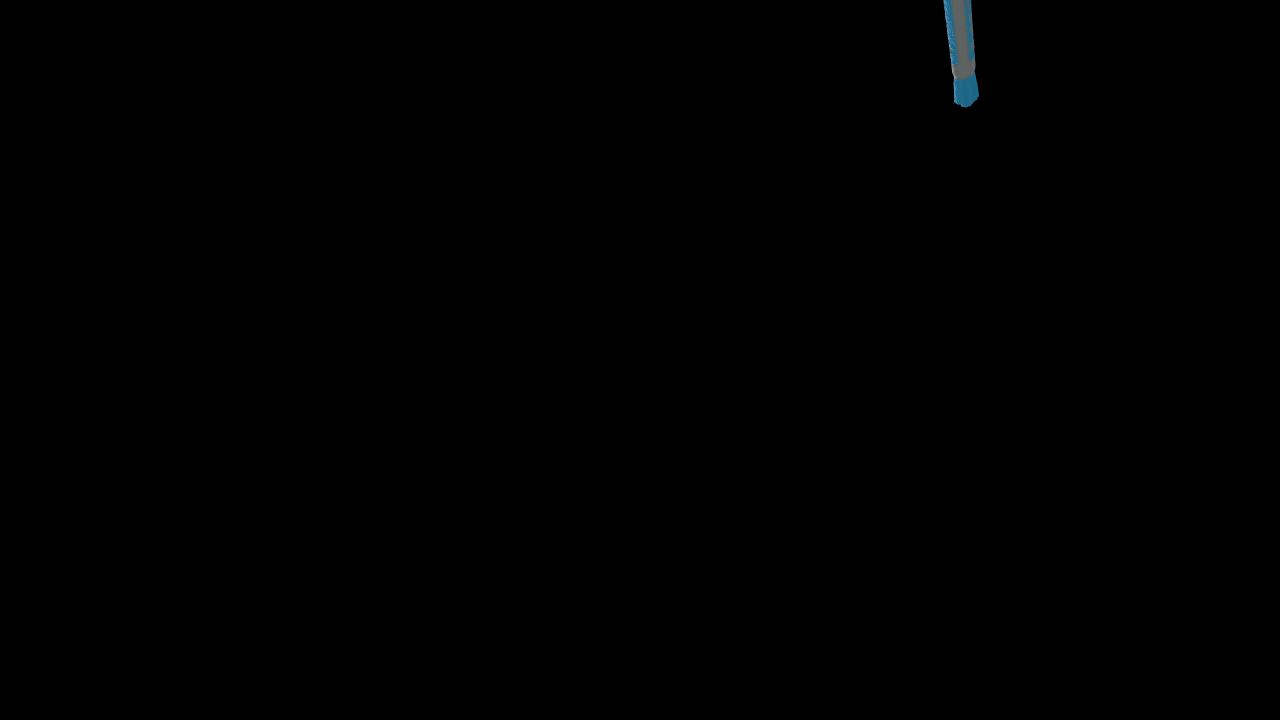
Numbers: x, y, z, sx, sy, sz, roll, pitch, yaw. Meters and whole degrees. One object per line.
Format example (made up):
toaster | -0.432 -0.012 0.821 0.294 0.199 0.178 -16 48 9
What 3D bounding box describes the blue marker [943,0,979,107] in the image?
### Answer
blue marker | 0.252 -0.254 0.483 0.020 0.020 0.121 0 -38 33
